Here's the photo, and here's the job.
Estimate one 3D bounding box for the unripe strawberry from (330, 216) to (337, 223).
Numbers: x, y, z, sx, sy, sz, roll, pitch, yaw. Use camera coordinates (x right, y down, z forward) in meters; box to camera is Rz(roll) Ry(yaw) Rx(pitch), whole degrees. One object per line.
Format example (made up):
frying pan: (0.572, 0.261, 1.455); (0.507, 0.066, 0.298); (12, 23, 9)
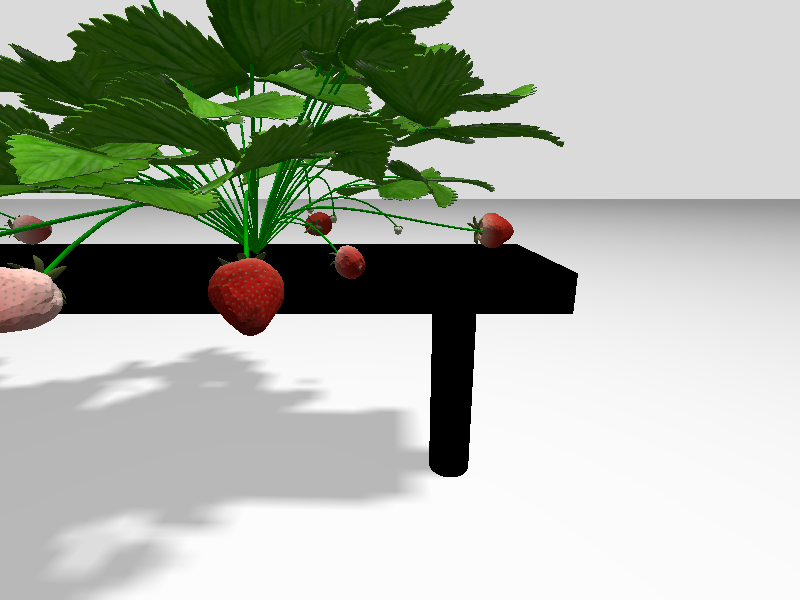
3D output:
unripe strawberry: (-0.086, -0.105, 0.521); (0.009, 0.010, 0.010); (3, 16, 12)

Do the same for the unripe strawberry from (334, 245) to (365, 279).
unripe strawberry: (-0.030, -0.023, 0.247); (0.018, 0.021, 0.020); (-14, 27, -40)

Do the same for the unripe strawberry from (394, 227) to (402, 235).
unripe strawberry: (-0.002, -0.086, 0.498); (0.011, 0.010, 0.010); (12, 20, 37)

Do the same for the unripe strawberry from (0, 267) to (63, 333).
unripe strawberry: (-0.148, 0.002, 0.152); (0.029, 0.026, 0.026); (2, 36, 6)

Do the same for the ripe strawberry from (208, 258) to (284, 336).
ripe strawberry: (-0.060, 0.000, 0.159); (0.029, 0.031, 0.030); (-5, -41, -18)

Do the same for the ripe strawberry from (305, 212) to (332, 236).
ripe strawberry: (-0.094, -0.090, 0.472); (0.032, 0.027, 0.032); (4, 16, 13)

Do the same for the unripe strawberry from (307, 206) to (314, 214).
unripe strawberry: (-0.132, -0.133, 0.591); (0.011, 0.011, 0.010); (0, 16, -1)

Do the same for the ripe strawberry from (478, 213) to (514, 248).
ripe strawberry: (0.093, -0.067, 0.388); (0.035, 0.034, 0.032); (-2, 16, -11)

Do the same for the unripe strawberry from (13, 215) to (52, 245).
unripe strawberry: (-0.381, -0.073, 0.417); (0.030, 0.030, 0.028); (-5, 16, -20)
